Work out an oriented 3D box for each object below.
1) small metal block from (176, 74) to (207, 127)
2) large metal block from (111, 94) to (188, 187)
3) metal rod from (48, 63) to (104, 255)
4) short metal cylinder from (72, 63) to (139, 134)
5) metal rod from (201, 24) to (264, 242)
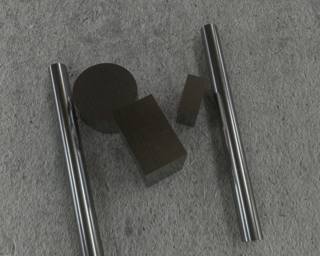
[{"bbox_3d":[0.041,-0.035,0.408,0.025,0.050,0.050,15,71,5],"label":"small metal block"},{"bbox_3d":[-0.012,0.019,0.372,0.050,0.080,0.080,-27,73,-10],"label":"large metal block"},{"bbox_3d":[-0.105,0.051,0.388,0.025,0.025,0.299,-15,71,-6],"label":"metal rod"},{"bbox_3d":[-0.068,-0.038,0.408,0.081,0.050,0.080,0,70,0],"label":"short metal cylinder"},{"bbox_3d":[0.091,-0.008,0.412,0.025,0.025,0.299,-6,70,-3],"label":"metal rod"}]
